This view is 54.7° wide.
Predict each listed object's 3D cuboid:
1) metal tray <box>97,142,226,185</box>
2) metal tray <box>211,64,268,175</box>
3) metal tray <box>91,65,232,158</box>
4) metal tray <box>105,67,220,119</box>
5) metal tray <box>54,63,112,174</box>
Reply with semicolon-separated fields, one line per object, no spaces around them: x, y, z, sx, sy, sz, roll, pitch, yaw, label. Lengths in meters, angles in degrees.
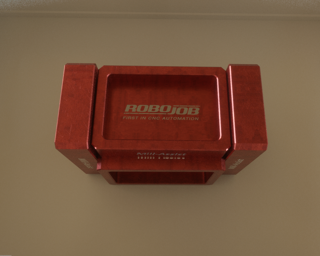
0.001;0.043;0.356;0.131;0.090;0.030;0;70;0;metal tray
0.083;-0.002;0.353;0.030;0.130;0.090;1;71;0;metal tray
0.002;-0.017;0.315;0.131;0.030;0.090;1;70;0;metal tray
0.002;-0.041;0.387;0.131;0.090;0.030;0;71;0;metal tray
-0.080;-0.003;0.353;0.030;0.130;0.090;1;71;0;metal tray
